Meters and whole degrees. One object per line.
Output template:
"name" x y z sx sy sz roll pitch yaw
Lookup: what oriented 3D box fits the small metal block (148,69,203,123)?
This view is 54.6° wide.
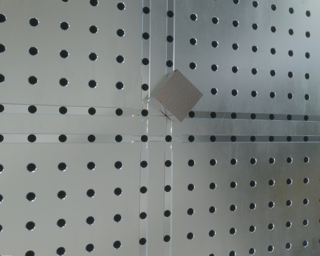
"small metal block" 0.021 -0.042 0.420 0.050 0.025 0.050 42 77 -15
